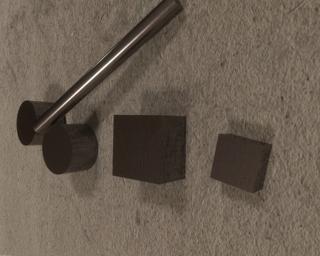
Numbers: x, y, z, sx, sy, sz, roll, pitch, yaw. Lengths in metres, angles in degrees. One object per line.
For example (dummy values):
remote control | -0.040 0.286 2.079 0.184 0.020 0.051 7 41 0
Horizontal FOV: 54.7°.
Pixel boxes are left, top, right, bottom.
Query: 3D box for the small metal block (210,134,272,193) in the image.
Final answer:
small metal block | 0.086 0.036 0.333 0.050 0.025 0.050 16 100 38

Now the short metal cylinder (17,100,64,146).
short metal cylinder | -0.218 -0.008 0.562 0.080 0.050 0.079 -1 88 43

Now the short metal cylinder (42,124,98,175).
short metal cylinder | -0.147 0.033 0.506 0.080 0.050 0.079 1 91 38

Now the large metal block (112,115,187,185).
large metal block | -0.014 0.024 0.399 0.080 0.050 0.079 2 92 39

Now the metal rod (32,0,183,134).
metal rod | -0.089 -0.080 0.449 0.299 0.025 0.025 -36 68 25
